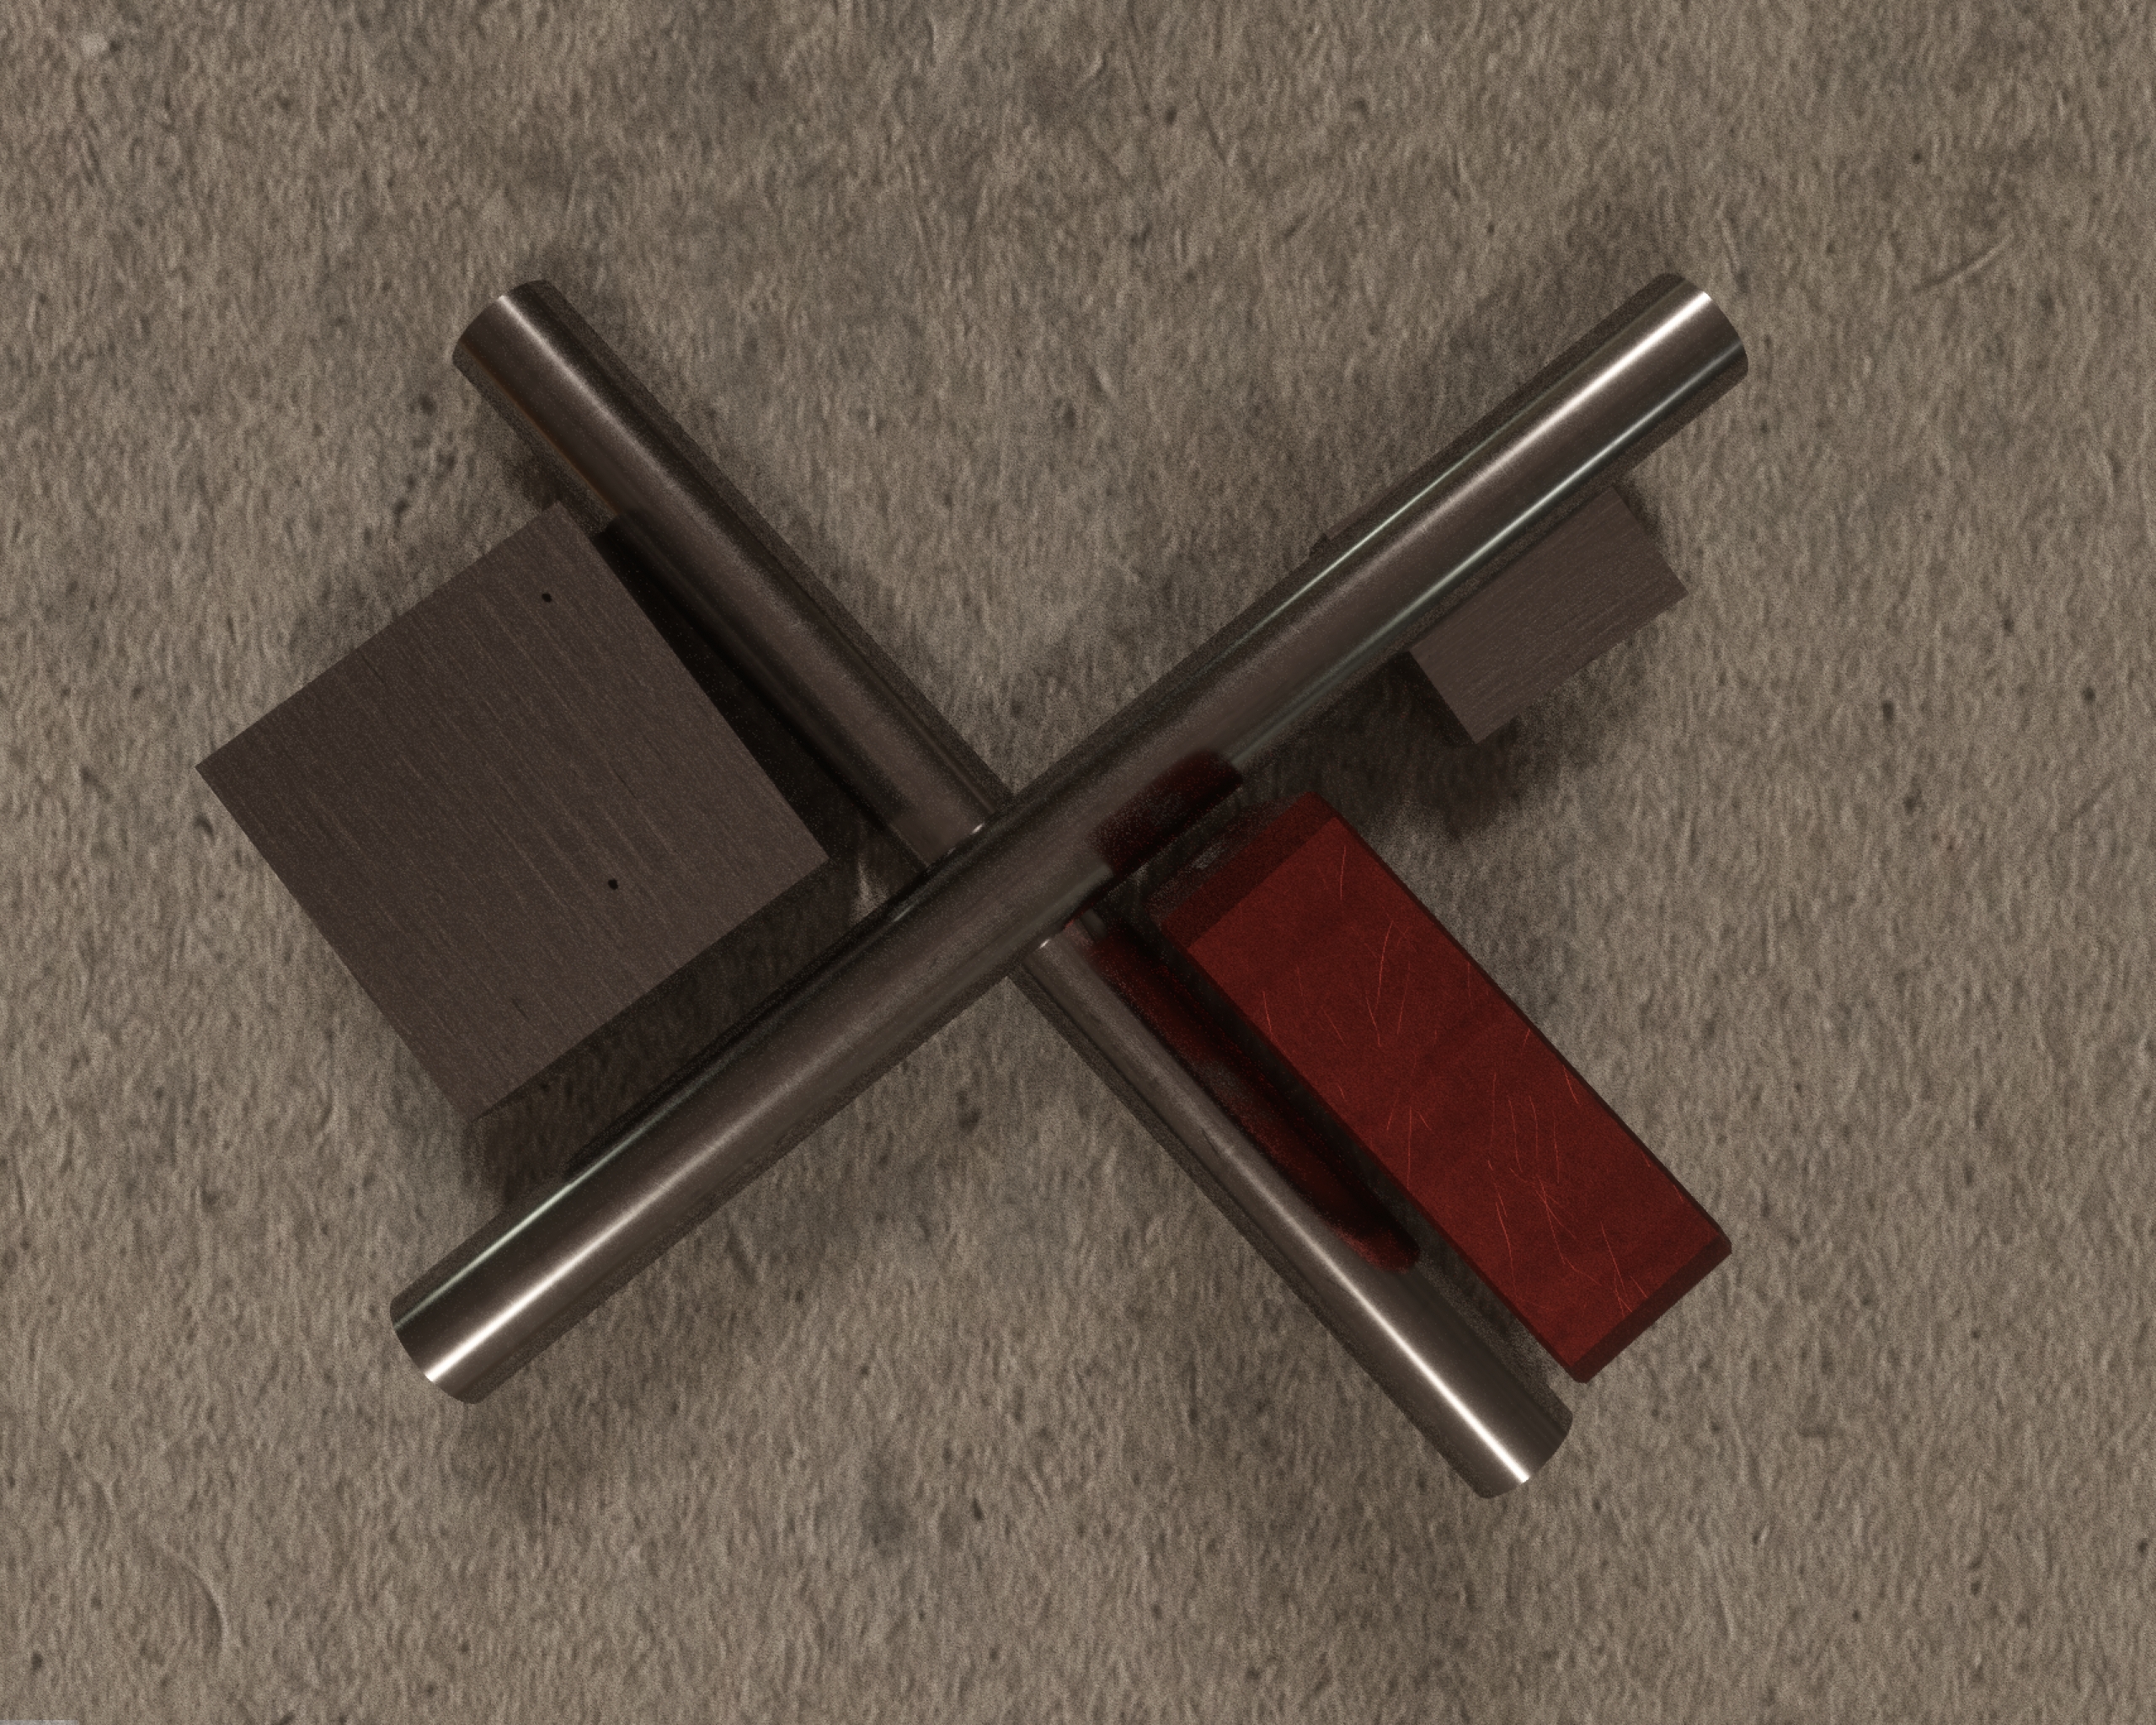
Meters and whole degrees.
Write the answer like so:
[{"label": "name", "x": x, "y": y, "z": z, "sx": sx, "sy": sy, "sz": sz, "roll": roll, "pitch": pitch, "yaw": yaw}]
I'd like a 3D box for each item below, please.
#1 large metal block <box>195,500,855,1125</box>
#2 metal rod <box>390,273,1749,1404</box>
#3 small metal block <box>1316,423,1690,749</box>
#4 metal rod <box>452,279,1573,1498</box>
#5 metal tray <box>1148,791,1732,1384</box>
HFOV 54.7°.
[{"label": "large metal block", "x": -0.101, "y": -0.009, "z": 0.396, "sx": 0.080, "sy": 0.050, "sz": 0.080, "roll": -37, "pitch": 90, "yaw": 0}, {"label": "metal rod", "x": -0.001, "y": -0.005, "z": 0.386, "sx": 0.300, "sy": 0.025, "sz": 0.025, "roll": -39, "pitch": 91, "yaw": -1}, {"label": "small metal block", "x": 0.082, "y": -0.057, "z": 0.412, "sx": 0.050, "sy": 0.025, "sz": 0.050, "roll": -35, "pitch": 90, "yaw": 0}, {"label": "metal rod", "x": -0.012, "y": 0.006, "z": 0.411, "sx": 0.025, "sy": 0.025, "sz": 0.300, "roll": -42, "pitch": 91, "yaw": 0}, {"label": "metal tray", "x": 0.053, "y": 0.032, "z": 0.359, "sx": 0.030, "sy": 0.130, "sz": 0.090, "roll": -43, "pitch": 90, "yaw": 1}]
